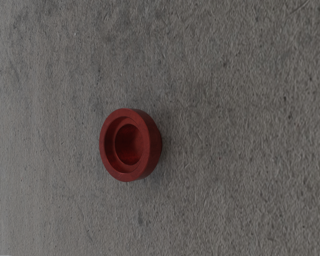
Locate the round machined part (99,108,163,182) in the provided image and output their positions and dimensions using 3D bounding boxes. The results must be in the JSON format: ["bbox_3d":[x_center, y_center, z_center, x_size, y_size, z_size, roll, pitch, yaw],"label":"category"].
[{"bbox_3d":[-0.036,0.022,0.425,0.098,0.042,0.097,0,90,40],"label":"round machined part"}]
